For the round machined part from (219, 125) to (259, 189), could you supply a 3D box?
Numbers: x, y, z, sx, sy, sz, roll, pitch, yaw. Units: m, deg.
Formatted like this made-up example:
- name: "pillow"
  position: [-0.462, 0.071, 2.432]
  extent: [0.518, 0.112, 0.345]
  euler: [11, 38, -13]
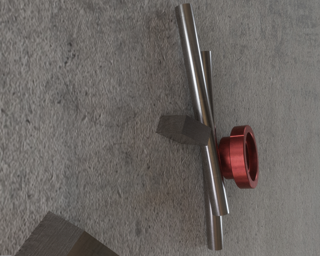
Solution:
- name: "round machined part"
  position: [0.122, 0.046, 0.485]
  extent: [0.098, 0.042, 0.098]
  euler: [23, 63, -59]

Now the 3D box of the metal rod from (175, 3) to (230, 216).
- name: "metal rod"
  position: [0.060, -0.024, 0.441]
  extent: [0.025, 0.025, 0.298]
  euler: [-13, 93, -40]

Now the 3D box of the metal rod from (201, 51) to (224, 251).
- name: "metal rod"
  position: [0.075, 0.036, 0.470]
  extent: [0.025, 0.025, 0.298]
  euler: [-8, 95, -40]

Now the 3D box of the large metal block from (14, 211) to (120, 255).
- name: "large metal block"
  position: [-0.097, 0.133, 0.289]
  extent: [0.050, 0.080, 0.080]
  euler: [50, 61, -29]

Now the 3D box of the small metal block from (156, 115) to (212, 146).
- name: "small metal block"
  position: [0.032, 0.003, 0.417]
  extent: [0.050, 0.050, 0.025]
  euler: [25, 75, -37]
